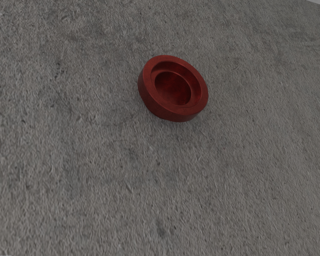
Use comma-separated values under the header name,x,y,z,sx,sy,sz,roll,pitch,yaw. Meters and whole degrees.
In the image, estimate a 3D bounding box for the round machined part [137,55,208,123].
name,x,y,z,sx,sy,sz,roll,pitch,yaw
round machined part,0.014,-0.050,0.430,0.099,0.042,0.098,13,56,-21
